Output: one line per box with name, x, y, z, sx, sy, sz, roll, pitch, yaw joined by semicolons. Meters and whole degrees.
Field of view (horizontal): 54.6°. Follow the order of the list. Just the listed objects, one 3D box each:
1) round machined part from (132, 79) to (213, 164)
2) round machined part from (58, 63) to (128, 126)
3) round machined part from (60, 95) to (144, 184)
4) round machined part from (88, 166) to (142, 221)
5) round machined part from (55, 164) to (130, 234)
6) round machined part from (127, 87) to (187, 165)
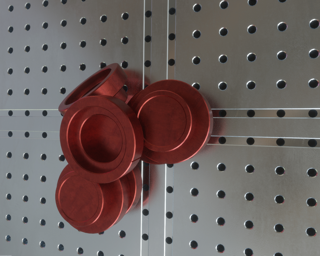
round machined part;0.008;-0.007;0.355;0.098;0.042;0.097;0;89;20
round machined part;-0.082;-0.040;0.413;0.098;0.098;0.042;-29;116;17
round machined part;-0.062;0.011;0.358;0.098;0.042;0.097;4;99;22
round machined part;-0.077;0.075;0.409;0.098;0.042;0.097;0;90;20
round machined part;-0.091;0.085;0.391;0.098;0.042;0.097;0;90;20
round machined part;-0.004;-0.003;0.383;0.098;0.042;0.097;0;90;20
